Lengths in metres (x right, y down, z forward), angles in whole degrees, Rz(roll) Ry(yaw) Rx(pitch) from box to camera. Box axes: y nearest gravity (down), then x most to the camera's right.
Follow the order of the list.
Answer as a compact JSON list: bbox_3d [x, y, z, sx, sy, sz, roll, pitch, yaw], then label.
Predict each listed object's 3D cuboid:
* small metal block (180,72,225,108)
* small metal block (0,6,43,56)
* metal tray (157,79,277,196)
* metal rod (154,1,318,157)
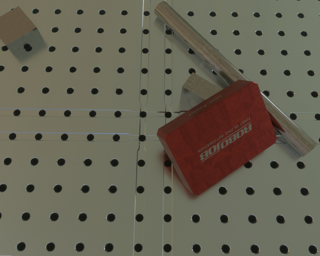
[{"bbox_3d":[0.056,-0.041,0.414,0.050,0.050,0.025,33,73,11],"label":"small metal block"},{"bbox_3d":[-0.215,-0.145,0.462,0.050,0.025,0.050,-38,75,-13],"label":"small metal block"},{"bbox_3d":[0.073,0.010,0.380,0.131,0.030,0.090,-32,112,-11],"label":"metal tray"},{"bbox_3d":[0.098,-0.078,0.441,0.025,0.025,0.300,-39,75,-13],"label":"metal rod"}]
